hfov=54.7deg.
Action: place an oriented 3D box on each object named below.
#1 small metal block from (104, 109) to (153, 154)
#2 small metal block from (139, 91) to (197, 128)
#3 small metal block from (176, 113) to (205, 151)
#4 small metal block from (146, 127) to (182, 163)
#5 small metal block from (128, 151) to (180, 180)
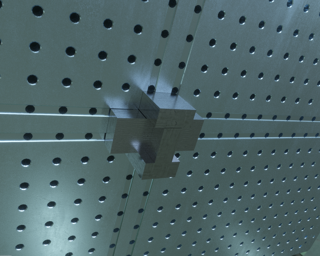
[{"bbox_3d":[-0.039,0.004,0.393,0.050,0.025,0.050,0,118,-29],"label":"small metal block"},{"bbox_3d":[0.009,-0.023,0.387,0.050,0.050,0.025,1,118,-29],"label":"small metal block"},{"bbox_3d":[0.027,0.004,0.430,0.050,0.025,0.050,1,118,-29],"label":"small metal block"},{"bbox_3d":[0.000,0.010,0.402,0.025,0.050,0.050,1,118,-29],"label":"small metal block"},{"bbox_3d":[-0.009,0.043,0.418,0.050,0.050,0.025,1,118,-29],"label":"small metal block"}]
